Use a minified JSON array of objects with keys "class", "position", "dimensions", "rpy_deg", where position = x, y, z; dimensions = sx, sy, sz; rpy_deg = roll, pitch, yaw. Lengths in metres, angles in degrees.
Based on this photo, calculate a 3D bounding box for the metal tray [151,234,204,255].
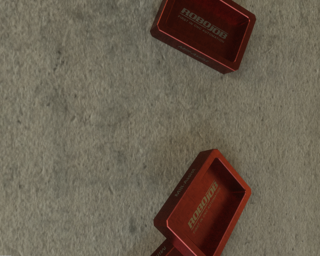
[{"class":"metal tray","position":[0.019,0.207,0.414],"dimensions":[0.130,0.030,0.090],"rpy_deg":[-43,104,-15]}]

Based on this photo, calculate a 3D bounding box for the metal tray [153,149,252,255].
[{"class":"metal tray","position":[0.061,0.102,0.408],"dimensions":[0.090,0.030,0.131],"rpy_deg":[49,56,-14]}]

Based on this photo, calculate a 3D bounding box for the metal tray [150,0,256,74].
[{"class":"metal tray","position":[0.062,-0.143,0.430],"dimensions":[0.131,0.030,0.090],"rpy_deg":[23,82,-19]}]
